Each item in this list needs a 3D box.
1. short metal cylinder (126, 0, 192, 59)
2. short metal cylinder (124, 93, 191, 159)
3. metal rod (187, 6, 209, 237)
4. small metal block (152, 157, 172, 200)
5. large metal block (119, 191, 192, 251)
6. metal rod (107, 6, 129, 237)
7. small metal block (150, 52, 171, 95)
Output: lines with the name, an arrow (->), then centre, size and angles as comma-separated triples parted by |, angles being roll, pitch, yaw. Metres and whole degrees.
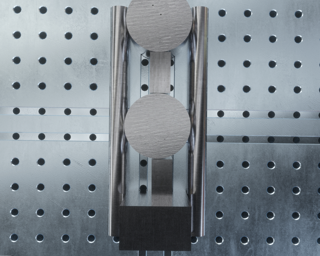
short metal cylinder -> -0.001, -0.132, 0.400 | 0.081, 0.050, 0.080 | 0, 90, 0
short metal cylinder -> -0.003, -0.003, 0.400 | 0.081, 0.050, 0.080 | 0, 90, 0
metal rod -> 0.050, -0.008, 0.413 | 0.025, 0.025, 0.298 | 1, 90, 0
small metal block -> 0.002, 0.063, 0.400 | 0.025, 0.050, 0.050 | 0, 90, 0
large metal block -> -0.005, 0.112, 0.386 | 0.081, 0.080, 0.050 | 1, 90, 0
metal rod -> -0.055, -0.009, 0.412 | 0.025, 0.025, 0.298 | 1, 90, 0
small metal block -> 0.000, -0.068, 0.399 | 0.025, 0.050, 0.050 | 1, 90, 0
